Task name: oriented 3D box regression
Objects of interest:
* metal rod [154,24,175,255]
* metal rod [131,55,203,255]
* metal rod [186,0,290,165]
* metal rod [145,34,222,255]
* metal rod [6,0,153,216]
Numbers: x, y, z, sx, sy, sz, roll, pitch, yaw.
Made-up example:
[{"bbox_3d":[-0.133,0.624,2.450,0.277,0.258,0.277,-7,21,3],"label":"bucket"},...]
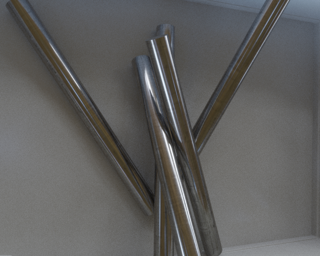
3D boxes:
[{"bbox_3d":[0.006,0.014,0.398,0.025,0.025,0.298,3,83,-20],"label":"metal rod"},{"bbox_3d":[0.010,0.048,0.352,0.025,0.025,0.299,-6,68,-20],"label":"metal rod"},{"bbox_3d":[0.081,-0.044,0.389,0.025,0.025,0.298,25,102,-19],"label":"metal rod"},{"bbox_3d":[0.036,0.038,0.379,0.025,0.025,0.298,-24,113,-19],"label":"metal rod"},{"bbox_3d":[-0.086,-0.018,0.379,0.025,0.025,0.299,-35,102,-17],"label":"metal rod"}]
